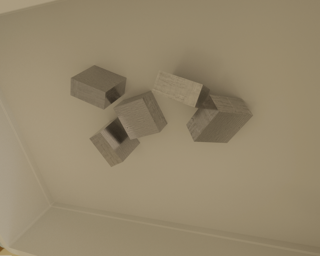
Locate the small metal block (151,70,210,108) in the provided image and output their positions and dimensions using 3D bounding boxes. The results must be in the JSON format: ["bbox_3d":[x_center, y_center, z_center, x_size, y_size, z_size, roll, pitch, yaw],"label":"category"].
[{"bbox_3d":[0.025,-0.042,0.350,0.050,0.050,0.025,21,97,15],"label":"small metal block"}]

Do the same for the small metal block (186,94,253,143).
[{"bbox_3d":[0.066,-0.009,0.350,0.050,0.050,0.025,-56,43,39],"label":"small metal block"}]

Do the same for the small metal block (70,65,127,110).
[{"bbox_3d":[-0.079,-0.054,0.401,0.050,0.050,0.025,23,127,14],"label":"small metal block"}]

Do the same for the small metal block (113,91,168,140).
[{"bbox_3d":[-0.026,-0.016,0.412,0.050,0.025,0.050,-15,111,34],"label":"small metal block"}]

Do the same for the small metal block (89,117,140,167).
[{"bbox_3d":[-0.062,0.018,0.437,0.025,0.050,0.050,-27,104,37],"label":"small metal block"}]
